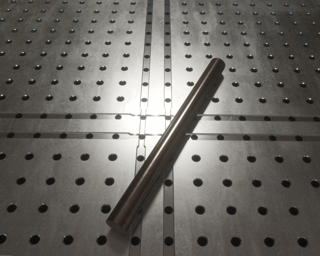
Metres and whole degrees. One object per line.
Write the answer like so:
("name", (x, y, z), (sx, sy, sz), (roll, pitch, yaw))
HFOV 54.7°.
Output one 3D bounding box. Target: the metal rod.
("metal rod", (0.023, 0.001, 0.407), (0.025, 0.025, 0.301), (22, 53, 17))
